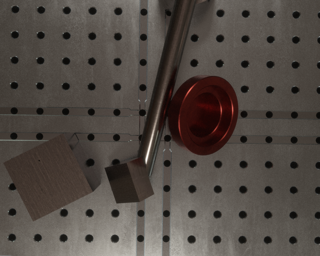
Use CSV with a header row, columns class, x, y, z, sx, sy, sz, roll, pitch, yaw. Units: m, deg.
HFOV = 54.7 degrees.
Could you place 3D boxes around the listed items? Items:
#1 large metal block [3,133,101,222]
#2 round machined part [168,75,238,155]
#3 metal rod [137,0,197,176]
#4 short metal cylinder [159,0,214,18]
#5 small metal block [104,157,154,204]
class,x,y,z,sx,sy,sz,roll,pitch,yaw
large metal block,-0.135,0.060,0.399,0.080,0.050,0.080,-27,90,0
round machined part,0.050,-0.018,0.390,0.099,0.042,0.097,-10,107,-34
metal rod,0.013,-0.081,0.380,0.025,0.025,0.298,14,103,-1
short metal cylinder,0.037,-0.190,0.401,0.081,0.050,0.079,0,90,-1
small metal block,-0.040,0.068,0.399,0.025,0.050,0.050,-19,91,-44
